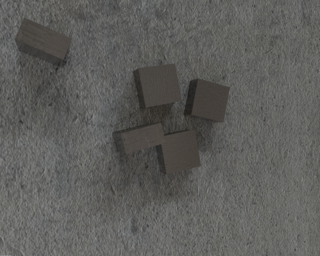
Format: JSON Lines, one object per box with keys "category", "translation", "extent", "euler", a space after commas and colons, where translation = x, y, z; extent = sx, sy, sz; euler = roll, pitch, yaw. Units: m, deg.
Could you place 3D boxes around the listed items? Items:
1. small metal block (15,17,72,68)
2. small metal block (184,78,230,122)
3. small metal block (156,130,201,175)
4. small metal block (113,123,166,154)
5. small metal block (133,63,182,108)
{"category": "small metal block", "translation": [-0.130, -0.093, 0.348], "extent": [0.050, 0.050, 0.025], "euler": [21, 83, -19]}
{"category": "small metal block", "translation": [0.065, -0.037, 0.433], "extent": [0.050, 0.025, 0.050], "euler": [12, 86, -20]}
{"category": "small metal block", "translation": [0.023, 0.031, 0.418], "extent": [0.050, 0.025, 0.050], "euler": [-11, 94, -20]}
{"category": "small metal block", "translation": [-0.027, 0.012, 0.386], "extent": [0.050, 0.050, 0.025], "euler": [-15, 96, -19]}
{"category": "small metal block", "translation": [-0.003, -0.055, 0.407], "extent": [0.050, 0.025, 0.050], "euler": [-12, 94, -20]}
